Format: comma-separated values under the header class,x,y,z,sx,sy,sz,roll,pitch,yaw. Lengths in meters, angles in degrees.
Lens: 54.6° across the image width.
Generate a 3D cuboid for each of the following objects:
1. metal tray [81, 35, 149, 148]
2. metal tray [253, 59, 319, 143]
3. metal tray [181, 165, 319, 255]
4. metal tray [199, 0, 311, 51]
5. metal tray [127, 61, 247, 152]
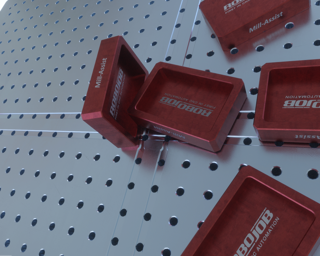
class,x,y,z,sx,sy,sz,roll,pitch,yaw
metal tray,-0.056,-0.049,0.426,0.030,0.090,0.130,-7,58,25
metal tray,0.174,-0.030,0.332,0.130,0.030,0.090,2,62,29
metal tray,0.085,0.111,0.292,0.090,0.030,0.130,30,78,37
metal tray,0.132,-0.177,0.445,0.130,0.030,0.090,-27,52,11
metal tray,0.033,-0.032,0.400,0.130,0.030,0.090,19,70,31
